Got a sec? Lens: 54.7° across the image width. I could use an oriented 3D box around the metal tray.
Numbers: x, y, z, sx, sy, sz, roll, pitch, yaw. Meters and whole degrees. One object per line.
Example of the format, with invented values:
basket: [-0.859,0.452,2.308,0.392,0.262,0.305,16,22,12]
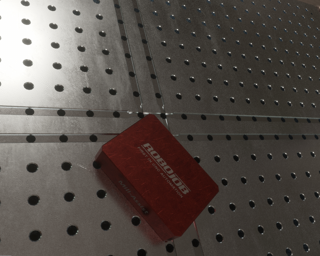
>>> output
metal tray: [-0.001,0.055,0.372,0.130,0.030,0.091,48,51,5]
